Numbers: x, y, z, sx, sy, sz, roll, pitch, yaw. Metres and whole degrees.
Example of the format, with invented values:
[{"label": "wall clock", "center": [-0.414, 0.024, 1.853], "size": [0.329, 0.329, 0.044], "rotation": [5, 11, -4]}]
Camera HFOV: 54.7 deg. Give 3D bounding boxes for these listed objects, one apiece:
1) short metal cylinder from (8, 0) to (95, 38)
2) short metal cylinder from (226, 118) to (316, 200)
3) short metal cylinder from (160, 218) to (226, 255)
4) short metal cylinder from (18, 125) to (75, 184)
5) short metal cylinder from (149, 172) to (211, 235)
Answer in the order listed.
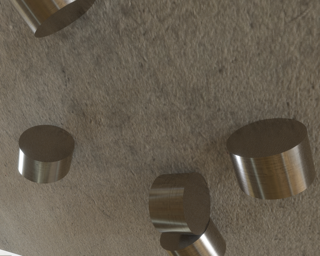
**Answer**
[{"label": "short metal cylinder", "center": [-0.120, -0.145, 0.343], "size": [0.080, 0.080, 0.050], "rotation": [-25, 105, 36]}, {"label": "short metal cylinder", "center": [0.117, 0.030, 0.328], "size": [0.080, 0.080, 0.050], "rotation": [-8, 115, 31]}, {"label": "short metal cylinder", "center": [0.047, 0.164, 0.447], "size": [0.080, 0.080, 0.050], "rotation": [-21, 107, 35]}, {"label": "short metal cylinder", "center": [-0.180, 0.040, 0.488], "size": [0.080, 0.080, 0.050], "rotation": [30, 128, 9]}, {"label": "short metal cylinder", "center": [0.028, 0.101, 0.418], "size": [0.050, 0.080, 0.080], "rotation": [-9, 114, 32]}]
